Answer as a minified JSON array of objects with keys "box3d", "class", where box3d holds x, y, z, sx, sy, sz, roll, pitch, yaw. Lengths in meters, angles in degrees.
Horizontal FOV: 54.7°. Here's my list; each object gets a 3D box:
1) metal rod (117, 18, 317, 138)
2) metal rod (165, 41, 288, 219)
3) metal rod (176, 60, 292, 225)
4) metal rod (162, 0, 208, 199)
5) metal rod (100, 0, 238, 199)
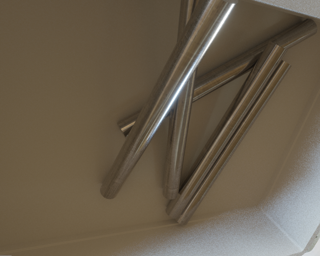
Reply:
[{"box3d":[0.082,-0.069,0.410,0.301,0.025,0.025,-30,128,-10],"class":"metal rod"},{"box3d":[0.084,0.018,0.446,0.025,0.025,0.298,11,118,-33],"class":"metal rod"},{"box3d":[0.107,0.030,0.484,0.025,0.025,0.298,19,108,-36],"class":"metal rod"},{"box3d":[0.024,-0.011,0.382,0.025,0.025,0.298,-15,135,-20],"class":"metal rod"},{"box3d":[-0.013,-0.005,0.323,0.025,0.025,0.298,0,142,-29],"class":"metal rod"}]
